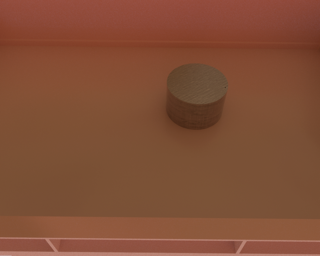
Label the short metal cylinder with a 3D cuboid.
[{"bbox_3d":[0.049,-0.044,0.427,0.081,0.050,0.080,0,50,0],"label":"short metal cylinder"}]
